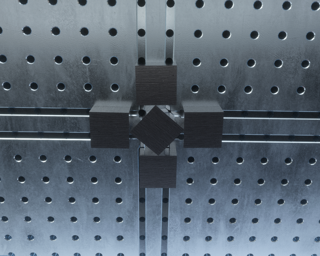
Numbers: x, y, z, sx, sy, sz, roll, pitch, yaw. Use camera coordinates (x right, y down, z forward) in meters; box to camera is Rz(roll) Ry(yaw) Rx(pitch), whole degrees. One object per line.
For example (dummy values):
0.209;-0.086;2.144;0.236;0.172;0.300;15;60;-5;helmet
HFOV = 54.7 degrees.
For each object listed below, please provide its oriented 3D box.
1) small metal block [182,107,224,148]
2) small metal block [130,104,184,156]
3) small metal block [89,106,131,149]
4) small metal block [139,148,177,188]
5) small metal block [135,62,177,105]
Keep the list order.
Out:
0.056;-0.001;0.414;0.050;0.025;0.050;0;110;-1;small metal block
-0.004;0.000;0.413;0.050;0.025;0.050;40;105;-14;small metal block
-0.065;-0.001;0.412;0.050;0.025;0.050;1;110;-1;small metal block
-0.003;0.056;0.434;0.050;0.025;0.050;0;110;-1;small metal block
-0.005;-0.056;0.393;0.050;0.025;0.050;-1;110;-1;small metal block
